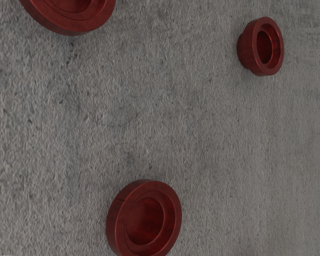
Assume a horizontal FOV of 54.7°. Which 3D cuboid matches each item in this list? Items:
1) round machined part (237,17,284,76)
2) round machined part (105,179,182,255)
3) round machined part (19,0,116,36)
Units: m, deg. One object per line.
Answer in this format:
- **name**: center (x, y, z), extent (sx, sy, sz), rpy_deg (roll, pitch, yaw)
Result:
- **round machined part**: center (0.170, -0.138, 0.536), extent (0.099, 0.042, 0.097), rpy_deg (0, 90, -40)
- **round machined part**: center (-0.023, 0.110, 0.374), extent (0.099, 0.042, 0.097), rpy_deg (0, 90, -40)
- **round machined part**: center (-0.097, -0.142, 0.312), extent (0.099, 0.042, 0.097), rpy_deg (0, 90, -40)
